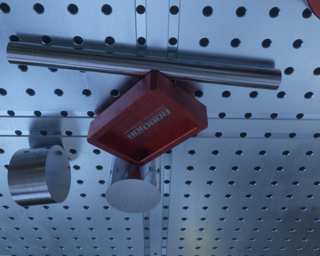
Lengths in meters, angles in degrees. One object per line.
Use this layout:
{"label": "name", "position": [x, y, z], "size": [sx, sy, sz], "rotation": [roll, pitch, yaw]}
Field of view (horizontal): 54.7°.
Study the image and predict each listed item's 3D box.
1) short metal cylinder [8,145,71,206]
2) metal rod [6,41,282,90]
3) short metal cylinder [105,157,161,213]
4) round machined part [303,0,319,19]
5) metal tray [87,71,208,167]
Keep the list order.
{"label": "short metal cylinder", "position": [-0.164, 0.066, 0.430], "size": [0.050, 0.080, 0.080], "rotation": [-7, 130, 6]}
{"label": "metal rod", "position": [-0.013, -0.070, 0.351], "size": [0.302, 0.025, 0.025], "rotation": [5, 130, -5]}
{"label": "short metal cylinder", "position": [-0.039, 0.084, 0.466], "size": [0.081, 0.050, 0.079], "rotation": [0, 130, 0]}
{"label": "round machined part", "position": [0.175, -0.146, 0.277], "size": [0.099, 0.042, 0.097], "rotation": [0, 130, 0]}
{"label": "metal tray", "position": [-0.018, -0.004, 0.386], "size": [0.090, 0.030, 0.130], "rotation": [31, 132, -31]}
